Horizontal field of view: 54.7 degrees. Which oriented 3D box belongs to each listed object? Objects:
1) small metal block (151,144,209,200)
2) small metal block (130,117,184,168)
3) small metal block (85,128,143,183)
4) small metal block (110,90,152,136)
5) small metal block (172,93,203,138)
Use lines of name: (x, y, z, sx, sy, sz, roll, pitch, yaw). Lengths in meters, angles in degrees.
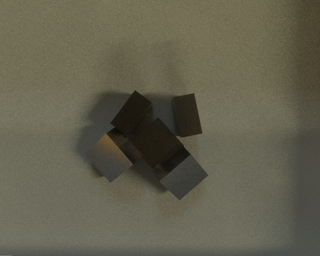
small metal block: (0.026, 0.057, 0.397, 0.050, 0.025, 0.050, -41, 127, -1)
small metal block: (-0.004, 0.021, 0.409, 0.050, 0.025, 0.050, -42, 91, 0)
small metal block: (-0.060, 0.034, 0.398, 0.050, 0.025, 0.050, 49, 123, -1)
small metal block: (-0.035, -0.018, 0.396, 0.025, 0.050, 0.050, 37, 90, 0)
small metal block: (0.033, -0.015, 0.397, 0.025, 0.050, 0.050, -11, 90, -1)
